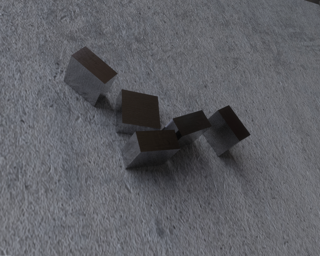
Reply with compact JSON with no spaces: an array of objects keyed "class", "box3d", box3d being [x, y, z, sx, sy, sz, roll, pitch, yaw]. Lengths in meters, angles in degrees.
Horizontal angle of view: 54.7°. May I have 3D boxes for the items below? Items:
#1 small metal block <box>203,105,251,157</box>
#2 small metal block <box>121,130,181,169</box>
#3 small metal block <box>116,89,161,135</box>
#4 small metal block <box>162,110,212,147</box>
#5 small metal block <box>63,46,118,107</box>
[{"class":"small metal block","box3d":[0.089,0.004,0.432,0.025,0.050,0.050,-24,75,-36]},{"class":"small metal block","box3d":[-0.012,0.025,0.365,0.050,0.050,0.025,-2,63,-29]},{"class":"small metal block","box3d":[-0.029,-0.018,0.399,0.050,0.025,0.050,9,58,-24]},{"class":"small metal block","box3d":[0.030,0.005,0.400,0.050,0.050,0.025,-17,71,-35]},{"class":"small metal block","box3d":[-0.086,-0.062,0.379,0.050,0.050,0.025,40,51,-1]}]
